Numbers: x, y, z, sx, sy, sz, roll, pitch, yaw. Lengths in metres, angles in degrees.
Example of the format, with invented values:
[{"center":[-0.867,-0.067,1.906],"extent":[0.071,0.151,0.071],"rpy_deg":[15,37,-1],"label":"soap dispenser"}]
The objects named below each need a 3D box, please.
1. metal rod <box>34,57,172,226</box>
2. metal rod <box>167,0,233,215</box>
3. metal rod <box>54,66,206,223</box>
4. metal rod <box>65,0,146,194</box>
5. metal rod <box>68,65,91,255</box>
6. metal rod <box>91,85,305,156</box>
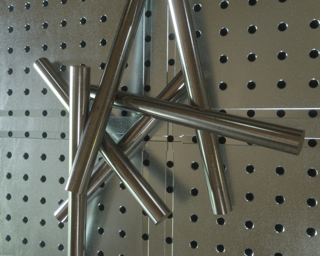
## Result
[{"center":[-0.089,0.004,0.422],"extent":[0.025,0.025,0.300],"rpy_deg":[-48,67,14],"label":"metal rod"},{"center":[0.045,-0.042,0.374],"extent":[0.025,0.025,0.298],"rpy_deg":[-11,95,20],"label":"metal rod"},{"center":[-0.049,0.025,0.430],"extent":[0.025,0.025,0.299],"rpy_deg":[46,104,14],"label":"metal rod"},{"center":[-0.062,-0.065,0.398],"extent":[0.025,0.025,0.299],"rpy_deg":[13,80,19],"label":"metal rod"},{"center":[-0.110,0.068,0.418],"extent":[0.025,0.025,0.298],"rpy_deg":[11,106,20],"label":"metal rod"},{"center":[0.011,-0.020,0.372],"extent":[0.300,0.025,0.025],"rpy_deg":[16,96,33],"label":"metal rod"}]
